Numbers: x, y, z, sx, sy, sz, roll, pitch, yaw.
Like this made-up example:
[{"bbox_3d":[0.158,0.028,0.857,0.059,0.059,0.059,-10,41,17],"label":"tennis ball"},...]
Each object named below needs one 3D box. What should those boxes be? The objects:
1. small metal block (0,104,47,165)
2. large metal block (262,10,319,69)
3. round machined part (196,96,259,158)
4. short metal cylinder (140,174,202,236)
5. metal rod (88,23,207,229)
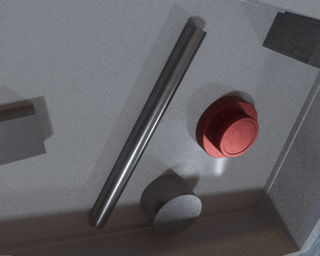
[{"bbox_3d":[-0.154,0.007,0.329,0.050,0.025,0.050,-15,125,-20],"label":"small metal block"},{"bbox_3d":[0.202,-0.114,0.416,0.081,0.080,0.050,7,115,-32],"label":"large metal block"},{"bbox_3d":[0.106,0.005,0.461,0.099,0.042,0.097,-14,125,-21],"label":"round machined part"},{"bbox_3d":[0.016,0.118,0.477,0.081,0.050,0.079,-14,125,-21],"label":"short metal cylinder"},{"bbox_3d":[-0.023,0.010,0.403,0.025,0.025,0.298,16,110,-35],"label":"metal rod"}]
